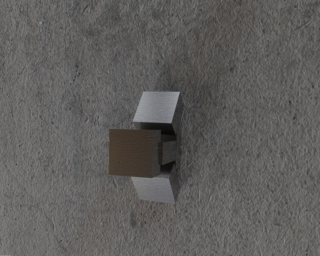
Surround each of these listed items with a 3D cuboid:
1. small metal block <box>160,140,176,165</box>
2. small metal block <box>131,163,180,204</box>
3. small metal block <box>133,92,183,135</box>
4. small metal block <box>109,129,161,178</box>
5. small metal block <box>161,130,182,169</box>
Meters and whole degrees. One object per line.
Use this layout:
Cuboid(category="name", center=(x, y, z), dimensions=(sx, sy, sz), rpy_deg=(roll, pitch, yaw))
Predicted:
Cuboid(category="small metal block", center=(-0.012, 0.027, 0.373), dimensions=(0.050, 0.050, 0.025), rpy_deg=(3, 91, 19))
Cuboid(category="small metal block", center=(-0.005, 0.069, 0.398), dimensions=(0.050, 0.025, 0.050), rpy_deg=(3, 132, 19))
Cuboid(category="small metal block", center=(-0.001, -0.020, 0.397), dimensions=(0.050, 0.025, 0.050), rpy_deg=(3, 55, 20))
Cuboid(category="small metal block", center=(-0.027, 0.026, 0.339), dimensions=(0.050, 0.025, 0.050), rpy_deg=(1, 90, 19))
Cuboid(category="small metal block", center=(0.001, 0.026, 0.410), dimensions=(0.050, 0.025, 0.050), rpy_deg=(3, 91, 19))
